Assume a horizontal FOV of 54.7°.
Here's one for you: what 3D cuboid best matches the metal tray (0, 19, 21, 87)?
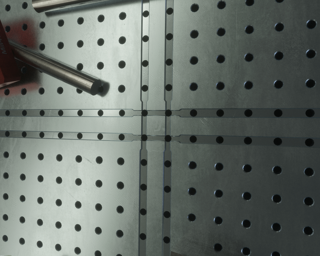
[{"bbox_3d":[-0.277,-0.125,0.480,0.090,0.030,0.129,-11,101,29],"label":"metal tray"}]

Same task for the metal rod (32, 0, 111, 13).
[{"bbox_3d":[-0.046,-0.194,0.427,0.301,0.025,0.025,-2,90,19],"label":"metal rod"}]

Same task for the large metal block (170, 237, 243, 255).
[{"bbox_3d":[0.052,0.192,0.380,0.080,0.050,0.079,11,94,19],"label":"large metal block"}]

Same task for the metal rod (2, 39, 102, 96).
[{"bbox_3d":[-0.221,-0.119,0.488,0.301,0.025,0.025,25,98,17],"label":"metal rod"}]
